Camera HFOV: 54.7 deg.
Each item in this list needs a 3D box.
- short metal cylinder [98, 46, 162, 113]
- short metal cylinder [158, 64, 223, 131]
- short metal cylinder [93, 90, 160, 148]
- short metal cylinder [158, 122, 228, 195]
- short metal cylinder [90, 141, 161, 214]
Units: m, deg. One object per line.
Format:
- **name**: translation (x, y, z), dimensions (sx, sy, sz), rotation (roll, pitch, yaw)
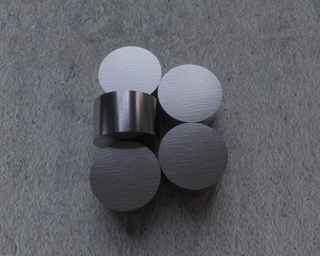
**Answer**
- **short metal cylinder**: translation (-0.038, -0.062, 0.418), dimensions (0.080, 0.050, 0.080), rotation (0, 70, 1)
- **short metal cylinder**: translation (0.038, -0.036, 0.409), dimensions (0.081, 0.050, 0.080), rotation (0, 71, 0)
- **short metal cylinder**: translation (-0.041, -0.006, 0.382), dimensions (0.081, 0.080, 0.050), rotation (-3, 70, -1)
- **short metal cylinder**: translation (0.039, 0.039, 0.381), dimensions (0.080, 0.050, 0.080), rotation (0, 70, 1)
- **short metal cylinder**: translation (-0.039, 0.061, 0.373), dimensions (0.080, 0.050, 0.080), rotation (0, 70, 1)
